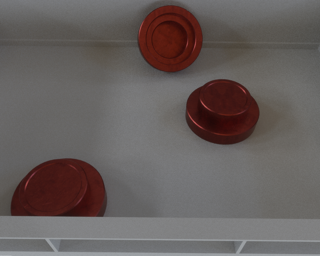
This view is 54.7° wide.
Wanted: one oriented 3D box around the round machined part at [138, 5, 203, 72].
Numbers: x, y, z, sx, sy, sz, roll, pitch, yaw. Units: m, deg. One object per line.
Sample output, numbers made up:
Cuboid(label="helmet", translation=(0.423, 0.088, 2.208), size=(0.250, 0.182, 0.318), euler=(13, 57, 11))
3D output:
Cuboid(label="round machined part", translation=(0.014, -0.138, 0.487), size=(0.099, 0.097, 0.042), euler=(-8, 13, -8))

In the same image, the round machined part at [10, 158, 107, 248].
Cuboid(label="round machined part", translation=(-0.109, 0.072, 0.332), size=(0.099, 0.042, 0.098), euler=(0, 50, 0))

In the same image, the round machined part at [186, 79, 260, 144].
Cuboid(label="round machined part", translation=(0.085, -0.029, 0.419), size=(0.099, 0.042, 0.098), euler=(0, 50, 0))
